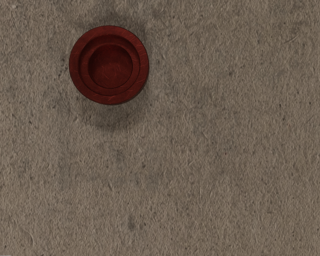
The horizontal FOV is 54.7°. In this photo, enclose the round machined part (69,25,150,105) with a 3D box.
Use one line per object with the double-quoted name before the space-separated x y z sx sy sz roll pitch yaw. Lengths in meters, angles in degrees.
"round machined part" -0.063 -0.078 0.401 0.099 0.042 0.097 0 90 -1
